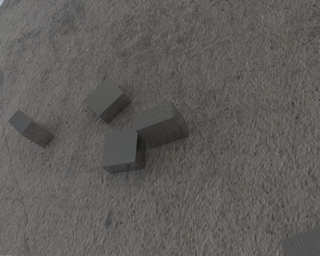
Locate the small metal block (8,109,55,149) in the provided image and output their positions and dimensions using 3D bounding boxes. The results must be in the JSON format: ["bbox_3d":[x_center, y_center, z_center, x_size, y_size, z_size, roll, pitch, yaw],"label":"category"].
[{"bbox_3d":[-0.205,0.002,0.495,0.050,0.050,0.025,31,79,38],"label":"small metal block"}]

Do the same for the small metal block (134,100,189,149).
[{"bbox_3d":[0.002,-0.003,0.388,0.050,0.050,0.025,-20,54,16],"label":"small metal block"}]

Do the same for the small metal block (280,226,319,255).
[{"bbox_3d":[0.138,0.113,0.262,0.050,0.025,0.050,-26,53,12],"label":"small metal block"}]

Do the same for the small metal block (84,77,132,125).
[{"bbox_3d":[-0.079,-0.042,0.471,0.050,0.025,0.050,-44,51,-2],"label":"small metal block"}]

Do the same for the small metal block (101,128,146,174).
[{"bbox_3d":[-0.047,0.030,0.410,0.050,0.025,0.050,-11,57,22],"label":"small metal block"}]
